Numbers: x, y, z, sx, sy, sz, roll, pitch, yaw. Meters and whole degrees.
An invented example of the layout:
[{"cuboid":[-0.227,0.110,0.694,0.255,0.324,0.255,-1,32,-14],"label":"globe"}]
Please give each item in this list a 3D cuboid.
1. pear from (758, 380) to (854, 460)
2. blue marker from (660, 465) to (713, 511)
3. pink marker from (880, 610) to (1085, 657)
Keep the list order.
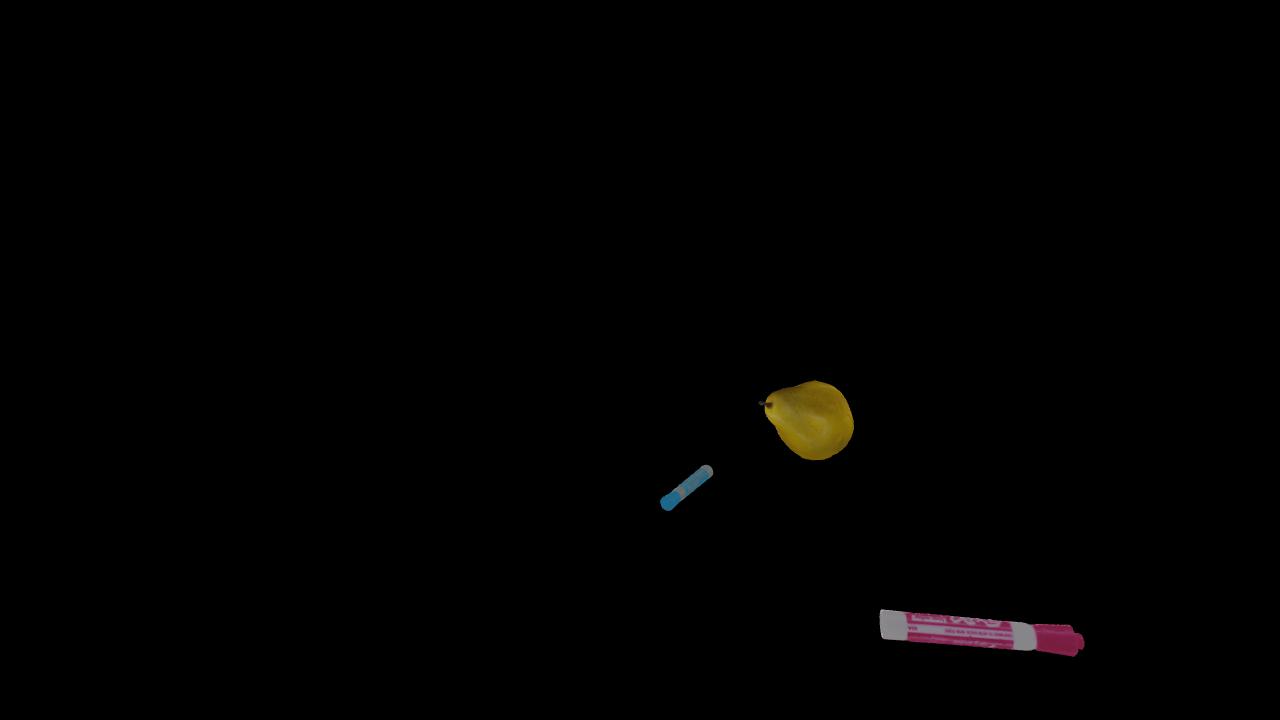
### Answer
[{"cuboid":[0.153,0.052,0.607,0.111,0.080,0.080,25,-9,-21],"label":"pear"},{"cuboid":[0.061,0.166,0.800,0.020,0.020,0.121,0,12,32],"label":"blue marker"},{"cuboid":[0.224,0.181,0.408,0.121,0.020,0.020,-1,0,13],"label":"pink marker"}]
